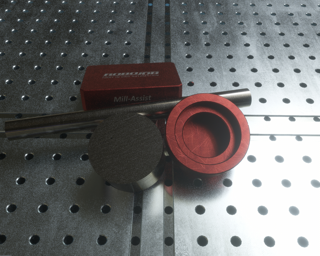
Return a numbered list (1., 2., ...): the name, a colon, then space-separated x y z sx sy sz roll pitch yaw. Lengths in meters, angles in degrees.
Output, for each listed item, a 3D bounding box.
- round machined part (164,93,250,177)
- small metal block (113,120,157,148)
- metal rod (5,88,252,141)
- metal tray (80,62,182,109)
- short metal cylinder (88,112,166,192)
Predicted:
1. round machined part: 0.054 0.011 0.373 0.099 0.042 0.098 1 72 -4
2. small metal block: -0.035 0.009 0.410 0.050 0.025 0.050 14 51 11
3. metal rod: -0.032 -0.019 0.389 0.302 0.025 0.025 -8 51 -8
4. metal tray: -0.040 -0.061 0.437 0.131 0.030 0.090 -3 32 -4
5. short metal cylinder: -0.035 0.029 0.352 0.080 0.050 0.080 -2 68 5
